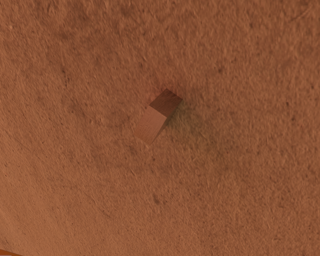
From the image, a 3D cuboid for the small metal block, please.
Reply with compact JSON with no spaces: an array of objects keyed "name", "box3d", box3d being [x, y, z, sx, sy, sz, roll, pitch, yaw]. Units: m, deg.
[{"name":"small metal block","box3d":[-0.002,-0.014,0.382,0.025,0.050,0.050,35,129,5]}]
